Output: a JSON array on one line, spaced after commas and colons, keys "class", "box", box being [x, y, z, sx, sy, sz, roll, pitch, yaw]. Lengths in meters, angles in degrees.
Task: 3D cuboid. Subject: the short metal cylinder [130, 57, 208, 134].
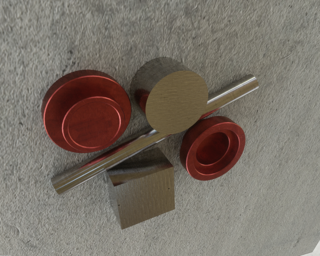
[{"class": "short metal cylinder", "box": [0.010, -0.039, 0.373, 0.081, 0.050, 0.079, -14, 124, -21]}]

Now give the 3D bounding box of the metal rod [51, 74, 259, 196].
[{"class": "metal rod", "box": [0.002, 0.004, 0.413, 0.302, 0.025, 0.025, -28, 128, -11]}]

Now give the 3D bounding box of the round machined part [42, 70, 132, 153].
[{"class": "round machined part", "box": [-0.078, -0.012, 0.347, 0.099, 0.042, 0.097, -14, 124, -21]}]

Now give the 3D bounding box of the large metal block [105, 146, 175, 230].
[{"class": "large metal block", "box": [-0.027, 0.082, 0.429, 0.081, 0.050, 0.079, -16, 125, -19]}]

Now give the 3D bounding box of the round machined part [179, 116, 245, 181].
[{"class": "round machined part", "box": [0.072, 0.025, 0.452, 0.099, 0.042, 0.097, -14, 124, -21]}]
